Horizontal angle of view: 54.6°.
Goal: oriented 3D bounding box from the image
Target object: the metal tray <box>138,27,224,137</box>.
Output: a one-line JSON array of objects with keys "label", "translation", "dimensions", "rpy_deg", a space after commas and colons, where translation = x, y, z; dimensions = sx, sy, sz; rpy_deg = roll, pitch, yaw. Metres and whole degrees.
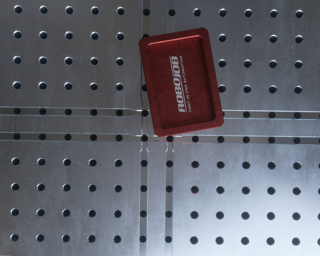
[{"label": "metal tray", "translation": [0.027, -0.058, 0.410], "dimensions": [0.090, 0.030, 0.129], "rpy_deg": [-10, 90, 0]}]
